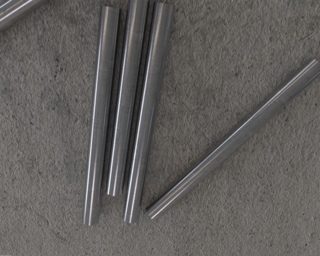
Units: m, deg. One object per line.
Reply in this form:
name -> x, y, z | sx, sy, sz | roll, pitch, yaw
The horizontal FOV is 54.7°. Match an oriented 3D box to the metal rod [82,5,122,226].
metal rod -> -0.080, -0.002, 0.408 | 0.025, 0.025, 0.298 | 8, 110, -3

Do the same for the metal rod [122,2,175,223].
metal rod -> -0.019, -0.005, 0.407 | 0.025, 0.025, 0.298 | 9, 110, -3

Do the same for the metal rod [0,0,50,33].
metal rod -> -0.159, -0.142, 0.355 | 0.300, 0.025, 0.025 | -28, 108, 9

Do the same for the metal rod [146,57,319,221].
metal rod -> 0.091, 0.024, 0.419 | 0.025, 0.025, 0.299 | 42, 105, -14

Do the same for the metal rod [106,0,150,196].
metal rod -> -0.041, -0.048, 0.391 | 0.025, 0.025, 0.298 | 9, 110, -3
